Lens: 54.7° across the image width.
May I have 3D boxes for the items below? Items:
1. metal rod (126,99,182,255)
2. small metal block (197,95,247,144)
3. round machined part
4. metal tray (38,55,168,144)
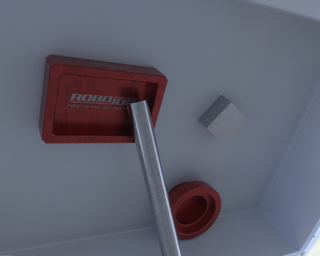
[{"bbox_3d":[0.004,0.112,0.387,0.025,0.025,0.298,-16,101,-20],"label":"metal rod"},{"bbox_3d":[0.092,-0.012,0.454,0.050,0.025,0.050,-47,130,5],"label":"small metal block"},{"bbox_3d":[0.046,0.127,0.499,0.099,0.042,0.097,-11,117,-23],"label":"round machined part"},{"bbox_3d":[-0.064,-0.028,0.354,0.131,0.030,0.089,1,118,-30],"label":"metal tray"}]
